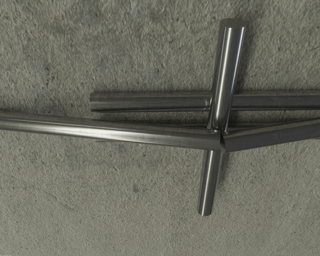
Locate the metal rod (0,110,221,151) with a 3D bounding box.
[{"bbox_3d":[-0.080,0.001,0.375,0.302,0.025,0.025,5,131,7],"label":"metal rod"}]

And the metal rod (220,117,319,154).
[{"bbox_3d":[0.220,-0.005,0.375,0.302,0.025,0.025,-9,131,-6],"label":"metal rod"}]

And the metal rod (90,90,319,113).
[{"bbox_3d":[0.067,-0.033,0.381,0.302,0.025,0.025,-1,130,0],"label":"metal rod"}]

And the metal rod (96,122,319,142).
[{"bbox_3d":[0.067,0.005,0.413,0.302,0.025,0.025,-1,130,0],"label":"metal rod"}]

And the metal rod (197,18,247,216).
[{"bbox_3d":[0.070,0.014,0.389,0.025,0.025,0.298,0,130,0],"label":"metal rod"}]
